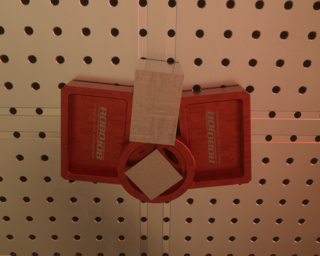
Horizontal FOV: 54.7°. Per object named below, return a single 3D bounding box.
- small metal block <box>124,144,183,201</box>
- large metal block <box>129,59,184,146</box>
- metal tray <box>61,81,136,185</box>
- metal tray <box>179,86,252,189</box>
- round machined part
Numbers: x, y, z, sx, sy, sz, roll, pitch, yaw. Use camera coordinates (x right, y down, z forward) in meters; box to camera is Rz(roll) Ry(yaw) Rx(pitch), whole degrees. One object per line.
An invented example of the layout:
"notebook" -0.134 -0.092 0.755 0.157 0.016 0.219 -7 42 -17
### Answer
"small metal block" -0.007 0.053 0.384 0.050 0.025 0.050 -37 106 12
"large metal block" -0.005 -0.034 0.367 0.050 0.080 0.079 6 110 -2
"metal tray" -0.081 0.008 0.409 0.091 0.030 0.129 6 110 -3
"metal tray" 0.072 0.014 0.412 0.091 0.030 0.129 -6 110 2
"round machined part" -0.004 0.046 0.407 0.099 0.042 0.097 0 110 0
